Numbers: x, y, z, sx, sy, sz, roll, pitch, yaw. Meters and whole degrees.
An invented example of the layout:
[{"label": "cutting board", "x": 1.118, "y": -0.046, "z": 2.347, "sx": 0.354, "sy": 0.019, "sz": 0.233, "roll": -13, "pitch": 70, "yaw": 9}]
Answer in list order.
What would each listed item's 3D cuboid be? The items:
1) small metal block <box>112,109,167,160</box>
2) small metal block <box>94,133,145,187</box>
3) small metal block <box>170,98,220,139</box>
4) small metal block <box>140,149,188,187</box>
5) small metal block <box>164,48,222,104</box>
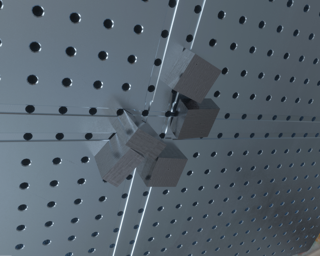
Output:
[{"label": "small metal block", "x": -0.026, "y": 0.008, "z": 0.387, "sx": 0.050, "sy": 0.050, "sz": 0.025, "roll": 32, "pitch": 100, "yaw": -39}, {"label": "small metal block", "x": -0.052, "y": 0.037, "z": 0.389, "sx": 0.050, "sy": 0.050, "sz": 0.025, "roll": -46, "pitch": 124, "yaw": 5}, {"label": "small metal block", "x": 0.047, "y": -0.013, "z": 0.426, "sx": 0.050, "sy": 0.025, "sz": 0.050, "roll": -3, "pitch": 130, "yaw": -27}, {"label": "small metal block", "x": 0.006, "y": 0.058, "z": 0.452, "sx": 0.050, "sy": 0.025, "sz": 0.050, "roll": 7, "pitch": 115, "yaw": -32}, {"label": "small metal block", "x": 0.042, "y": -0.066, "z": 0.395, "sx": 0.050, "sy": 0.025, "sz": 0.050, "roll": 22, "pitch": 106, "yaw": -37}]
